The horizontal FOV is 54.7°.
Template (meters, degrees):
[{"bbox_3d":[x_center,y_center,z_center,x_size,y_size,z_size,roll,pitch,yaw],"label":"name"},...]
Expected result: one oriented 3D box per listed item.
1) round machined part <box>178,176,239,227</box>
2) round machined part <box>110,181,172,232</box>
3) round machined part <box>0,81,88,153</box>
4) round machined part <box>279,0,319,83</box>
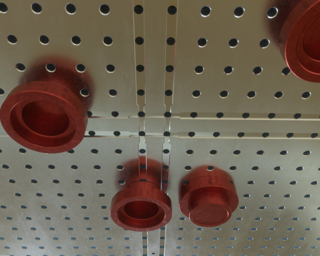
[{"bbox_3d":[0.080,0.127,0.510,0.099,0.042,0.097,-1,130,0],"label":"round machined part"},{"bbox_3d":[-0.030,0.125,0.507,0.099,0.042,0.097,-1,130,0],"label":"round machined part"},{"bbox_3d":[-0.139,-0.017,0.384,0.099,0.042,0.097,-1,130,0],"label":"round machined part"},{"bbox_3d":[0.173,-0.099,0.319,0.099,0.042,0.097,-1,130,0],"label":"round machined part"}]
